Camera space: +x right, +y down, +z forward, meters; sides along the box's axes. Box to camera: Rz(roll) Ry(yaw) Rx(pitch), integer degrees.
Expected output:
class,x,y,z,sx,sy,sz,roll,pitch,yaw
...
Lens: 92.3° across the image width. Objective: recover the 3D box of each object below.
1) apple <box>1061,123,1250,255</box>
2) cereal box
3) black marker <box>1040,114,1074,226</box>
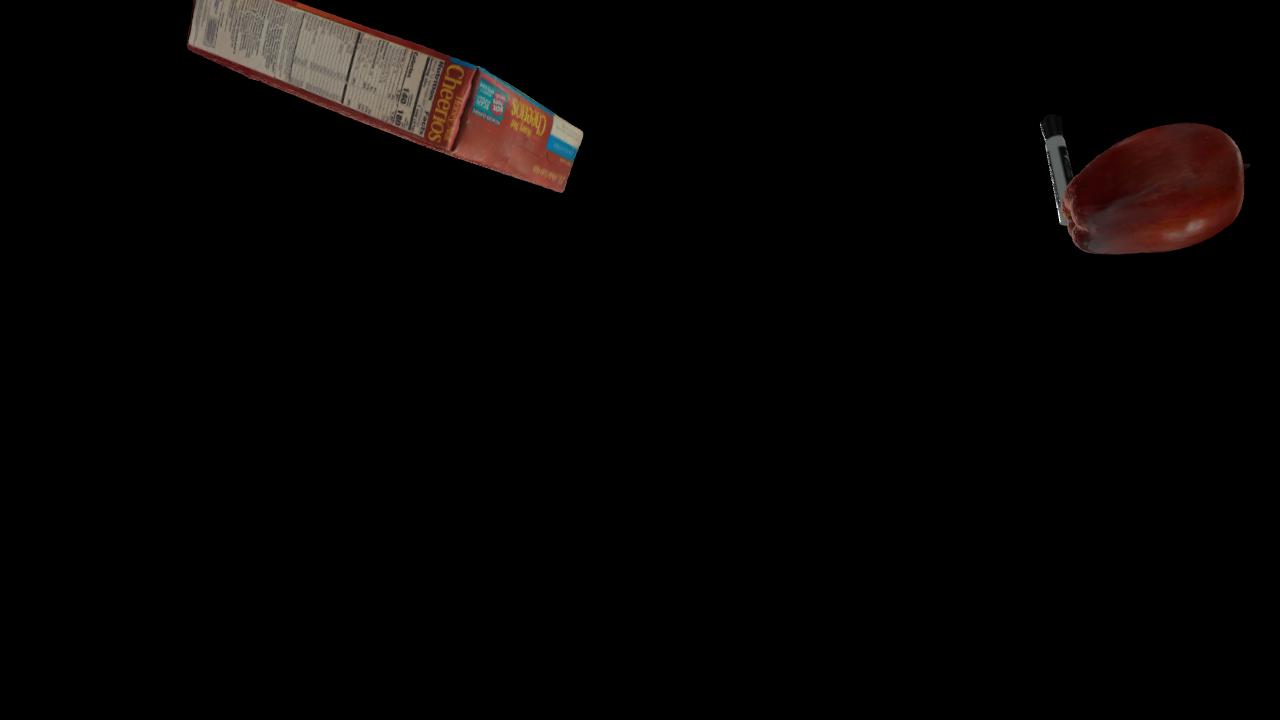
class,x,y,z,sx,sy,sz,roll,pitch,yaw
apple,0.326,-0.107,0.392,0.093,0.079,0.079,-14,-6,26
cereal box,-0.230,-0.260,0.596,0.306,0.081,0.203,24,13,15
black marker,0.419,-0.192,0.614,0.020,0.121,0.020,1,-17,0
